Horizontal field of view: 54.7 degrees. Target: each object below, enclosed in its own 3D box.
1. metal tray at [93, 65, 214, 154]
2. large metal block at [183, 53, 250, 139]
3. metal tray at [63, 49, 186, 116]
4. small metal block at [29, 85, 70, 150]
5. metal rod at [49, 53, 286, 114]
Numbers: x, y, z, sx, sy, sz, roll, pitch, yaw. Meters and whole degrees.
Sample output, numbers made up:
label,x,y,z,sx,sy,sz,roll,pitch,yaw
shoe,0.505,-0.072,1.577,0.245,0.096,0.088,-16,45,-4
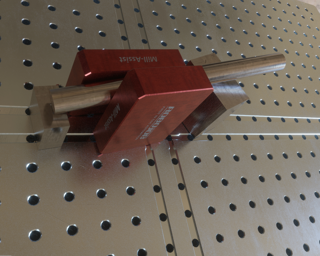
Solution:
label,x,y,z,sx,sy,sz,roll,pitch,yaw
metal tray,-0.012,-0.017,0.346,0.091,0.129,0.030,-10,68,-33
large metal block,0.062,-0.044,0.434,0.050,0.080,0.080,-25,76,-37
metal tray,-0.042,-0.056,0.378,0.131,0.090,0.030,-9,68,-33
small metal block,-0.121,-0.011,0.334,0.025,0.050,0.050,-9,66,-32
metal rod,0.029,-0.058,0.364,0.303,0.025,0.025,-14,69,-24
